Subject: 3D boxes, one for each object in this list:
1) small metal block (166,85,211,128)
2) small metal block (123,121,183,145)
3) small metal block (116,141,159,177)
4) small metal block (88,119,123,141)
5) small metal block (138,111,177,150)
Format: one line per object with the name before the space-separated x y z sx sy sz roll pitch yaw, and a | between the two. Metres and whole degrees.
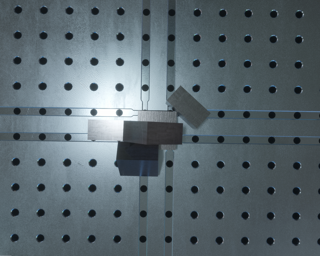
small metal block | 0.035 -0.026 0.401 0.050 0.050 0.025 43 90 0
small metal block | -0.009 0.005 0.366 0.050 0.050 0.025 2 91 -37
small metal block | -0.027 0.041 0.398 0.050 0.050 0.025 1 59 0
small metal block | -0.062 0.002 0.400 0.050 0.050 0.025 2 91 1
small metal block | -0.004 0.003 0.413 0.050 0.025 0.050 2 90 -1
